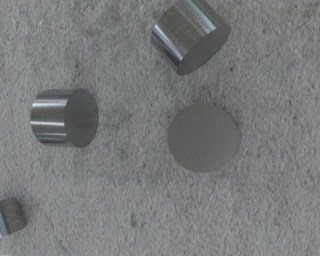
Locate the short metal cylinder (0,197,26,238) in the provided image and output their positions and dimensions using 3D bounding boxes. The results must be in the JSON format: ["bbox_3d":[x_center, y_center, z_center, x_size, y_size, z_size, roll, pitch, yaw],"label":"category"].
[{"bbox_3d":[-0.252,0.143,0.466,0.080,0.080,0.050,-24,82,18],"label":"short metal cylinder"}]

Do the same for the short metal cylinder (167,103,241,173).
[{"bbox_3d":[0.055,0.011,0.376,0.080,0.050,0.079,0,90,19],"label":"short metal cylinder"}]

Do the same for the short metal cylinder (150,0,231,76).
[{"bbox_3d":[0.036,-0.108,0.367,0.080,0.080,0.050,-41,77,15],"label":"short metal cylinder"}]

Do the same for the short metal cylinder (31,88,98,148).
[{"bbox_3d":[-0.127,-0.014,0.423,0.050,0.080,0.079,2,91,20],"label":"short metal cylinder"}]
